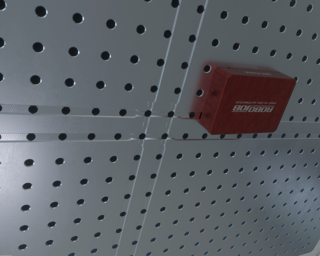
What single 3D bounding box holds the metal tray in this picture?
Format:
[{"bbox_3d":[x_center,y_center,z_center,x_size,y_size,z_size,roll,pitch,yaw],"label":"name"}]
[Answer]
[{"bbox_3d":[0.129,-0.037,0.455,0.131,0.030,0.089,-1,119,-28],"label":"metal tray"}]
